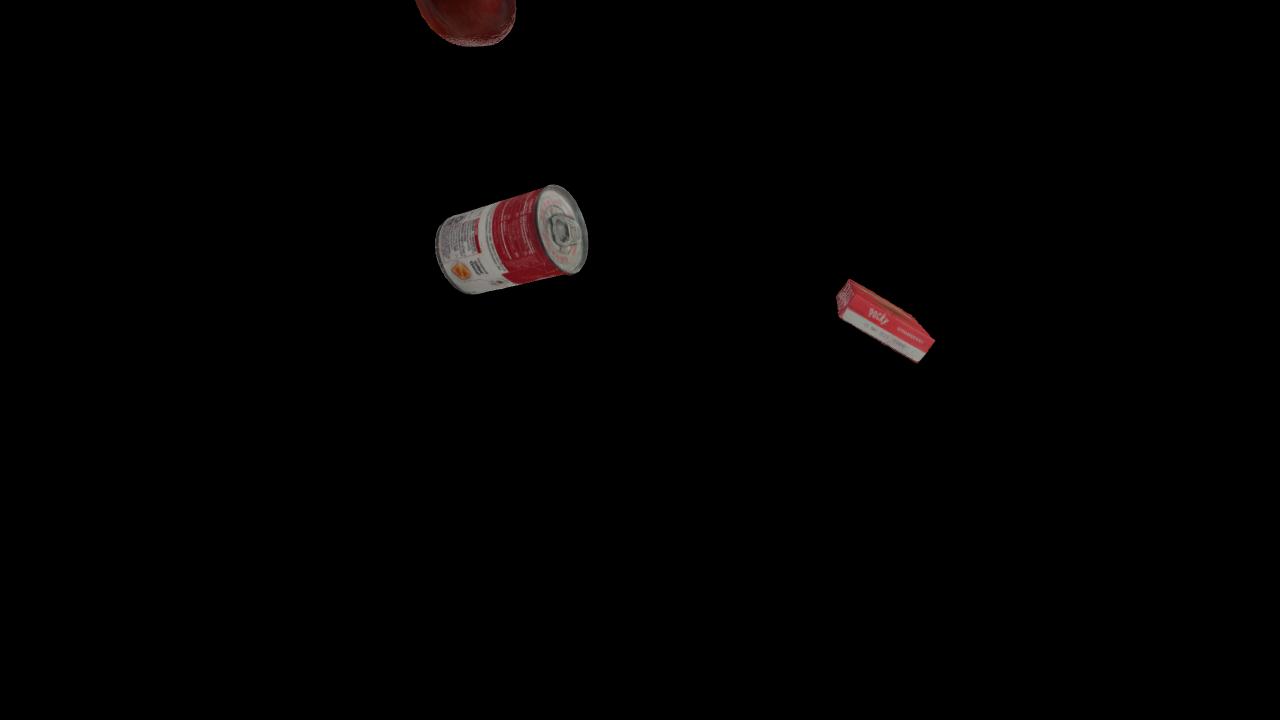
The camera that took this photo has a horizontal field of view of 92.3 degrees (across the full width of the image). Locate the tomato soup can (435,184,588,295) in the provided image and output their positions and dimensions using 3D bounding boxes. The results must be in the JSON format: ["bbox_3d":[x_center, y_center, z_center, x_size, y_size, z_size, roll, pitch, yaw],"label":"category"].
[{"bbox_3d":[-0.101,-0.091,0.482,0.101,0.068,0.068,-8,-4,26],"label":"tomato soup can"}]

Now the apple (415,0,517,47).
[{"bbox_3d":[-0.139,-0.291,0.483,0.079,0.079,0.093,0,-15,22],"label":"apple"}]

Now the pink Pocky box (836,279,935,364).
[{"bbox_3d":[0.245,-0.045,0.630,0.084,0.029,0.155,33,19,8],"label":"pink Pocky box"}]
